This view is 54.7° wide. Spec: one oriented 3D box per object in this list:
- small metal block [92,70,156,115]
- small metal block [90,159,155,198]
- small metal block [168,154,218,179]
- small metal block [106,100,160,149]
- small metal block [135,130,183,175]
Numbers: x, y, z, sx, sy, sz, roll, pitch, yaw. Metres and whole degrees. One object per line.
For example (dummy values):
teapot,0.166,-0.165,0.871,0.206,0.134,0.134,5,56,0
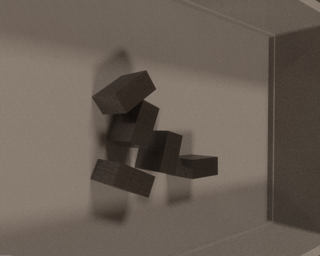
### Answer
small metal block,-0.042,-0.040,0.357,0.050,0.050,0.025,-43,116,-32
small metal block,-0.043,0.057,0.356,0.050,0.050,0.025,29,72,-37
small metal block,0.045,0.052,0.430,0.050,0.050,0.025,-1,91,-40
small metal block,-0.033,-0.004,0.365,0.025,0.050,0.050,27,73,-37
small metal block,-0.002,0.030,0.391,0.025,0.050,0.050,19,78,-39
